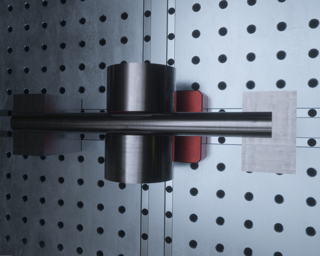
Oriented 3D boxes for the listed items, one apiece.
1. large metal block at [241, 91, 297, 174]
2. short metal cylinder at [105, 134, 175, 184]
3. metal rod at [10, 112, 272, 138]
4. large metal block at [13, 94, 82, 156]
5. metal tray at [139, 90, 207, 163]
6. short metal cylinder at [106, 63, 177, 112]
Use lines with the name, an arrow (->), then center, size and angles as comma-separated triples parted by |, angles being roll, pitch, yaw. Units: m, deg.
large metal block -> 0.120, 0.004, 0.340 | 0.050, 0.080, 0.080 | 1, 90, 20
short metal cylinder -> -0.023, 0.032, 0.360 | 0.080, 0.080, 0.050 | 1, 91, 20
metal rod -> -0.037, -0.005, 0.340 | 0.301, 0.025, 0.025 | 1, 90, 19
large metal block -> -0.156, -0.004, 0.437 | 0.050, 0.080, 0.080 | 1, 90, 20
metal tray -> -0.005, -0.003, 0.412 | 0.130, 0.030, 0.089 | 2, 91, 19
short metal cylinder -> -0.021, -0.043, 0.359 | 0.080, 0.080, 0.050 | 1, 91, 20
